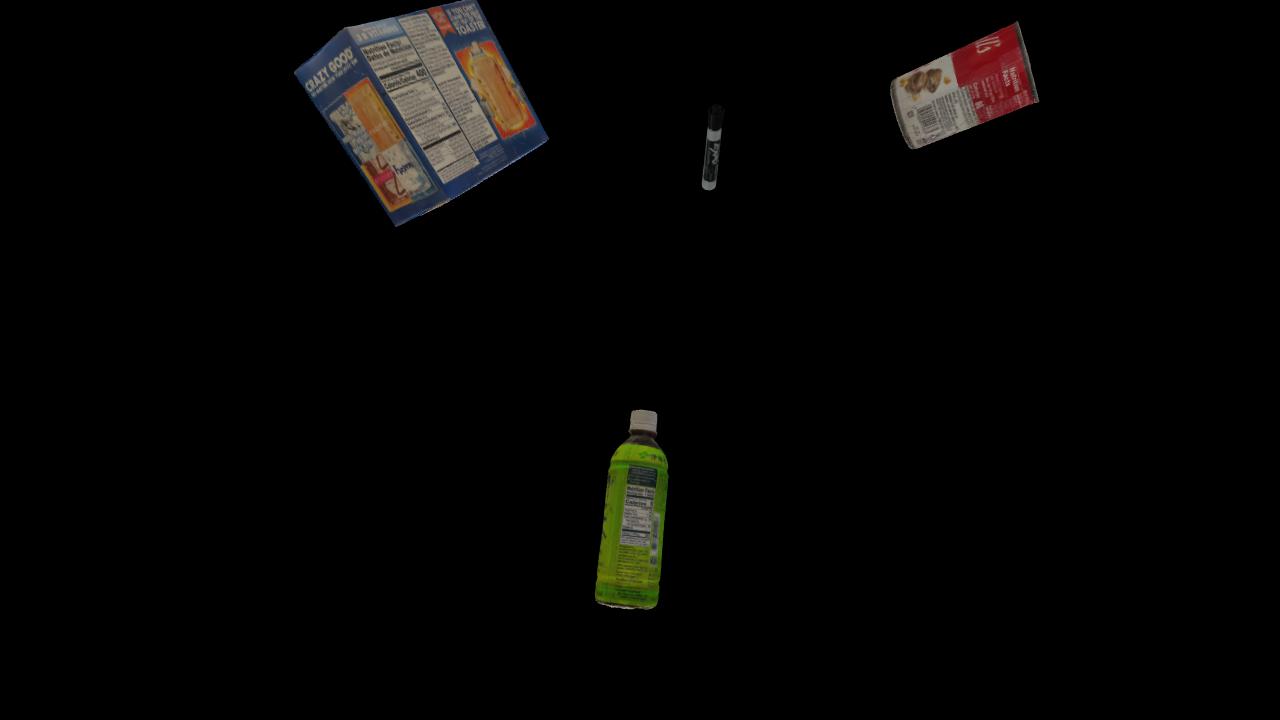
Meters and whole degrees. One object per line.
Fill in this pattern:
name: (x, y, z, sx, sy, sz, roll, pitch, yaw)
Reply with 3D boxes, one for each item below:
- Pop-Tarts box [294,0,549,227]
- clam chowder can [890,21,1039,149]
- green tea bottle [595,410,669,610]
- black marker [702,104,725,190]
Pop-Tarts box: (-0.183, -0.224, 0.552, 0.083, 0.141, 0.167, -12, 29, 33)
clam chowder can: (0.280, -0.234, 0.535, 0.102, 0.068, 0.068, -16, -9, 36)
green tea bottle: (-0.004, 0.161, 0.684, 0.073, 0.212, 0.073, 7, -16, 2)
black marker: (0.088, -0.256, 0.745, 0.020, 0.020, 0.121, 0, -30, 2)
